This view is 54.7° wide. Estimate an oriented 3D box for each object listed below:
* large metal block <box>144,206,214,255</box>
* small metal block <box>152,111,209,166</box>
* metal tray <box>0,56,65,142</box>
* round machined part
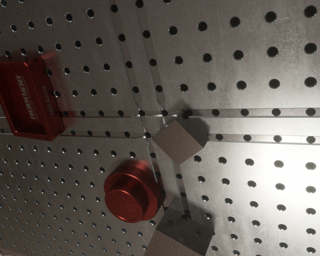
[{"bbox_3d":[0.029,0.185,0.493,0.080,0.050,0.079,27,128,11],"label":"large metal block"},{"bbox_3d":[0.027,0.014,0.405,0.050,0.025,0.050,45,129,-4],"label":"small metal block"},{"bbox_3d":[-0.210,-0.045,0.487,0.090,0.030,0.129,6,121,25],"label":"metal tray"},{"bbox_3d":[-0.048,0.112,0.493,0.098,0.042,0.097,13,124,20],"label":"round machined part"}]
